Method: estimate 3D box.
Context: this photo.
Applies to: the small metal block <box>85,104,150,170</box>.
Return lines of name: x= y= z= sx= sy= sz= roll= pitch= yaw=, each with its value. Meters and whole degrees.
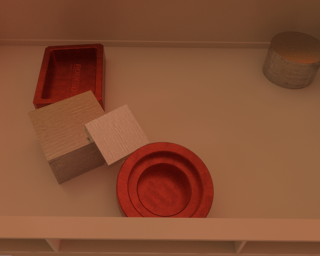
small metal block: x=-0.047 y=0.010 z=0.337 sx=0.050 sy=0.025 sz=0.050 roll=-29 pitch=80 yaw=-20

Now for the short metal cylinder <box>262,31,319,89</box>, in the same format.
short metal cylinder: x=0.206 y=-0.106 z=0.480 sx=0.081 sy=0.050 sz=0.080 roll=0 pitch=50 yaw=0

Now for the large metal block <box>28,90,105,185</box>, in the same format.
large metal block: x=-0.104 y=0.009 z=0.380 sx=0.081 sy=0.050 sz=0.080 roll=-23 pitch=54 yaw=-19

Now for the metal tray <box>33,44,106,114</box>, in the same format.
metal tray: x=-0.129 y=-0.074 z=0.461 sx=0.091 sy=0.030 sz=0.130 roll=-4 pitch=50 yaw=-4

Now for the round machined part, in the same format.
round machined part: x=0.003 y=0.068 z=0.328 sx=0.099 sy=0.042 sz=0.098 roll=4 pitch=62 yaw=-8
